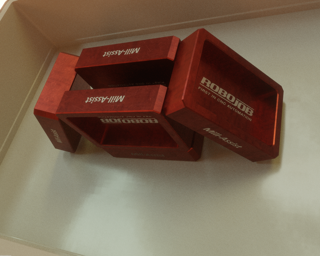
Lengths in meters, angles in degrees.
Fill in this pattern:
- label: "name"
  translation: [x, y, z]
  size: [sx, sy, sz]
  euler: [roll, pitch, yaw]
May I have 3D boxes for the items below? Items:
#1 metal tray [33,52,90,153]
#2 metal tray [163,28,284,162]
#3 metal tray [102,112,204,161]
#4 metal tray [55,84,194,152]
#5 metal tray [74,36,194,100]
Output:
- label: "metal tray"
  translation: [-0.125, -0.029, 0.422]
  size: [0.030, 0.129, 0.090]
  euler: [15, 66, -1]
- label: "metal tray"
  translation: [0.072, -0.030, 0.318]
  size: [0.030, 0.131, 0.090]
  euler: [-22, 47, 53]
- label: "metal tray"
  translation: [-0.006, -0.006, 0.408]
  size: [0.130, 0.030, 0.090]
  euler: [0, 62, 27]
- label: "metal tray"
  translation: [-0.038, -0.008, 0.348]
  size: [0.130, 0.090, 0.030]
  euler: [0, 62, 28]
- label: "metal tray"
  translation: [-0.024, -0.061, 0.373]
  size: [0.130, 0.090, 0.030]
  euler: [0, 62, 28]
